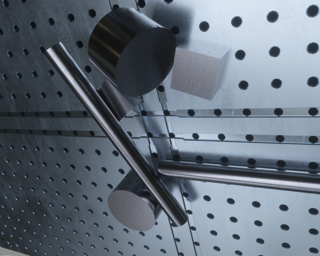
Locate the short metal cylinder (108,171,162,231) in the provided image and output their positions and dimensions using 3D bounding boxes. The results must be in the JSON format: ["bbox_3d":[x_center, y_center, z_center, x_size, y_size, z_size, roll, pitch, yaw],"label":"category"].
[{"bbox_3d":[-0.033,0.113,0.483,0.080,0.050,0.079,13,124,21],"label":"short metal cylinder"}]

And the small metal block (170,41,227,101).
[{"bbox_3d":[0.042,-0.065,0.349,0.050,0.025,0.050,19,126,16],"label":"small metal block"}]

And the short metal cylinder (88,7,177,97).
[{"bbox_3d":[-0.029,-0.081,0.332,0.050,0.081,0.079,43,134,30],"label":"short metal cylinder"}]

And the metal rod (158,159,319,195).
[{"bbox_3d":[0.137,0.062,0.377,0.300,0.025,0.025,2,119,27],"label":"metal rod"}]

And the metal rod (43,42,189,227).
[{"bbox_3d":[-0.049,0.020,0.419,0.025,0.025,0.299,-22,111,36],"label":"metal rod"}]

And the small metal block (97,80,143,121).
[{"bbox_3d":[-0.060,-0.038,0.420,0.050,0.025,0.050,47,129,-5],"label":"small metal block"}]
